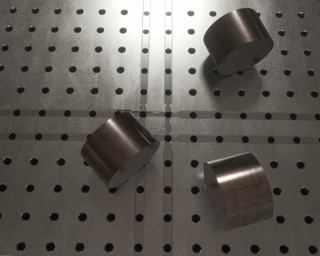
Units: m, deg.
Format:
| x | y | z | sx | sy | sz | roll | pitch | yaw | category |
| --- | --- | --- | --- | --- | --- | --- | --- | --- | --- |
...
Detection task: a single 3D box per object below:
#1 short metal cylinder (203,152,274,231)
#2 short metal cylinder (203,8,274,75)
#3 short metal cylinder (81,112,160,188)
| x | y | z | sx | sy | sz | roll | pitch | yaw | category |
| --- | --- | --- | --- | --- | --- | --- | --- | --- | --- |
| 0.087 | 0.072 | 0.357 | 0.050 | 0.080 | 0.080 | -14 | 71 | -5 | short metal cylinder |
| 0.107 | -0.117 | 0.427 | 0.081 | 0.080 | 0.050 | -19 | 72 | -7 | short metal cylinder |
| -0.046 | 0.027 | 0.372 | 0.080 | 0.080 | 0.050 | -40 | 75 | -13 | short metal cylinder |
